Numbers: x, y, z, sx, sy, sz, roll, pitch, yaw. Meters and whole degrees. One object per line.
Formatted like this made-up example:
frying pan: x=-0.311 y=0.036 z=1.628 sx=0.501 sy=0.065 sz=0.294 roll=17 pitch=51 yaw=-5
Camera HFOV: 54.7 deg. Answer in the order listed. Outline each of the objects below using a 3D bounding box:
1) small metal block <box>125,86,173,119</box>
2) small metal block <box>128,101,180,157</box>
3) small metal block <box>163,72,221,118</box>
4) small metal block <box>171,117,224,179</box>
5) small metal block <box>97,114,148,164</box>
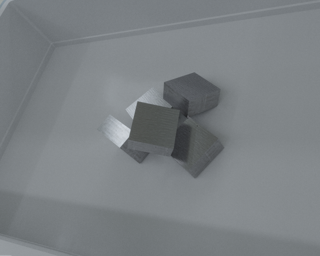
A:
small metal block: x=-0.011 y=-0.021 z=0.419 sx=0.050 sy=0.025 sz=0.050 roll=-39 pitch=51 yaw=1
small metal block: x=-0.007 y=0.001 z=0.359 sx=0.050 sy=0.025 sz=0.050 roll=12 pitch=63 yaw=-3
small metal block: x=0.040 y=-0.043 z=0.394 sx=0.050 sy=0.025 sz=0.050 roll=-22 pitch=45 yaw=-28
small metal block: x=0.038 y=0.023 z=0.368 sx=0.050 sy=0.025 sz=0.050 roll=-46 pitch=52 yaw=-4
small metal block: x=-0.045 y=0.015 z=0.400 sx=0.050 sy=0.050 sz=0.025 roll=33 pitch=80 yaw=38
